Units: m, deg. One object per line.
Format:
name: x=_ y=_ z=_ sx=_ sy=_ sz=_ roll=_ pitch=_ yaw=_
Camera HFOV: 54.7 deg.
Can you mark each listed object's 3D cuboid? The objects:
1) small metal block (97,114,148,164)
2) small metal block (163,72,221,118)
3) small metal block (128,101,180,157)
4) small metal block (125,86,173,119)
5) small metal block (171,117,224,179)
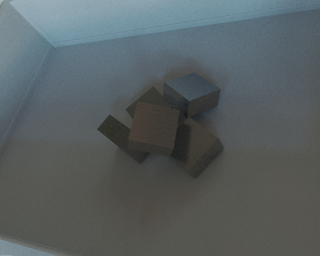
small metal block: x=-0.045 y=0.015 z=0.400 sx=0.050 sy=0.050 sz=0.025 roll=33 pitch=80 yaw=38
small metal block: x=0.040 y=-0.043 z=0.394 sx=0.050 sy=0.025 sz=0.050 roll=-22 pitch=45 yaw=-28
small metal block: x=-0.007 y=0.001 z=0.359 sx=0.050 sy=0.025 sz=0.050 roll=12 pitch=63 yaw=-3
small metal block: x=-0.011 y=-0.021 z=0.419 sx=0.050 sy=0.025 sz=0.050 roll=-39 pitch=51 yaw=1
small metal block: x=0.038 y=0.023 z=0.368 sx=0.050 sy=0.025 sz=0.050 roll=-46 pitch=52 yaw=-4
